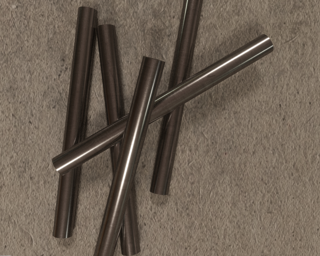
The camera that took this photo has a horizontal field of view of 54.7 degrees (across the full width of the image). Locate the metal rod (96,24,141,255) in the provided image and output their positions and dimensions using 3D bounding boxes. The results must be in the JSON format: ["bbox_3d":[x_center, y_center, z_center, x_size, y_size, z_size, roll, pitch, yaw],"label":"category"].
[{"bbox_3d":[-0.055,0.015,0.409,0.025,0.025,0.298,-6,90,0],"label":"metal rod"}]

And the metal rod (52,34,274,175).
[{"bbox_3d":[0.004,-0.029,0.383,0.301,0.025,0.025,-31,90,-1],"label":"metal rod"}]

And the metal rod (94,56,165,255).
[{"bbox_3d":[-0.045,0.064,0.375,0.025,0.025,0.298,15,104,-1],"label":"metal rod"}]

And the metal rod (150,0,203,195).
[{"bbox_3d":[0.025,-0.061,0.410,0.025,0.025,0.298,10,90,-1],"label":"metal rod"}]

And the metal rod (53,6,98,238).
[{"bbox_3d":[-0.112,-0.007,0.408,0.025,0.025,0.298,6,90,-1],"label":"metal rod"}]
